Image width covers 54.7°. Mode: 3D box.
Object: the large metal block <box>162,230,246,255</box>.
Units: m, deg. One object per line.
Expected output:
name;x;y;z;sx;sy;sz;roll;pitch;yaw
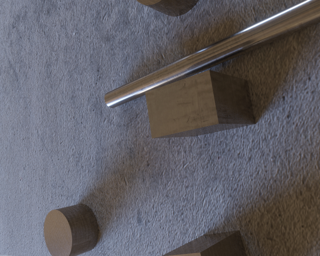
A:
large metal block;0.055;0.161;0.324;0.050;0.081;0.080;-24;75;37

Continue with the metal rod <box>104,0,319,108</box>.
metal rod;0.039;-0.077;0.372;0.299;0.025;0.025;-17;79;38

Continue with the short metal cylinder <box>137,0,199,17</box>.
short metal cylinder;0.009;-0.185;0.381;0.080;0.050;0.080;0;90;40

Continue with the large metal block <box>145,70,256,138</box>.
large metal block;0.044;-0.021;0.333;0.080;0.081;0.050;-14;81;39

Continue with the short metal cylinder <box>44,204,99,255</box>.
short metal cylinder;-0.147;0.170;0.510;0.080;0.050;0.080;0;90;40
